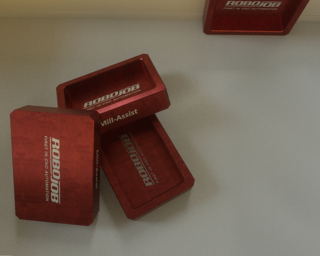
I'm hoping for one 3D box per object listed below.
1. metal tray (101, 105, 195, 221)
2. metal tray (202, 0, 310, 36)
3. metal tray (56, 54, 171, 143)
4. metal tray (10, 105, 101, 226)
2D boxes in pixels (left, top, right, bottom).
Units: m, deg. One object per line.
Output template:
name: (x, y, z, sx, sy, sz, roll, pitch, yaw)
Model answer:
metal tray: (-0.027, 0.038, 0.392, 0.090, 0.030, 0.130, -28, 73, -10)
metal tray: (0.131, -0.171, 0.438, 0.131, 0.090, 0.030, 1, 70, 0)
metal tray: (-0.062, -0.041, 0.396, 0.131, 0.030, 0.090, -21, 45, -3)
metal tray: (-0.116, 0.043, 0.353, 0.091, 0.030, 0.129, 5, 104, 3)
